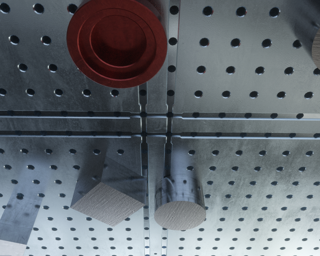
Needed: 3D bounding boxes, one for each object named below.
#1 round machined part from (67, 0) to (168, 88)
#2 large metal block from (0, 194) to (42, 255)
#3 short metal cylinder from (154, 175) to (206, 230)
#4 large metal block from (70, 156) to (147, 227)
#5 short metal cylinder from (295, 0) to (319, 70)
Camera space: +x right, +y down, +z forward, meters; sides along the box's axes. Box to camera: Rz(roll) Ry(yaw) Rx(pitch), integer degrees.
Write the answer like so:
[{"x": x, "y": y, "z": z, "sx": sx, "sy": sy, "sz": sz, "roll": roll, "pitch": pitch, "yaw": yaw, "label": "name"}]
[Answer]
[{"x": -0.042, "y": -0.093, "z": 0.321, "sx": 0.099, "sy": 0.042, "sz": 0.097, "roll": 0, "pitch": 130, "yaw": 0, "label": "round machined part"}, {"x": -0.243, "y": 0.173, "z": 0.520, "sx": 0.050, "sy": 0.080, "sz": 0.079, "roll": 19, "pitch": 128, "yaw": -15, "label": "large metal block"}, {"x": 0.031, "y": 0.121, "z": 0.498, "sx": 0.081, "sy": 0.050, "sz": 0.079, "roll": 0, "pitch": 130, "yaw": 0, "label": "short metal cylinder"}, {"x": -0.078, "y": 0.100, "z": 0.480, "sx": 0.080, "sy": 0.050, "sz": 0.080, "roll": 34, "pitch": 122, "yaw": -26, "label": "large metal block"}, {"x": 0.186, "y": -0.099, "z": 0.312, "sx": 0.081, "sy": 0.050, "sz": 0.079, "roll": 0, "pitch": 130, "yaw": 0, "label": "short metal cylinder"}]
